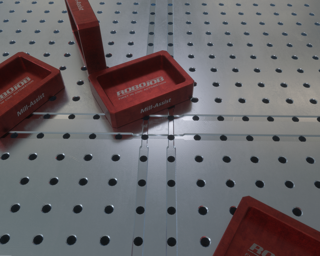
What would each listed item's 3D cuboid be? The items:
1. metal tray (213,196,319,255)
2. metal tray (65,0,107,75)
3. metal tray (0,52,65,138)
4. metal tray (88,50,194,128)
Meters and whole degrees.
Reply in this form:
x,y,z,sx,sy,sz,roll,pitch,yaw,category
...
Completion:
x,y,z,sx,sy,sz,roll,pitch,yaw,category
0.120,0.134,0.292,0.130,0.030,0.090,26,55,20,metal tray
-0.122,-0.160,0.499,0.030,0.090,0.130,-17,52,-14,metal tray
-0.217,-0.052,0.447,0.090,0.030,0.131,27,55,21,metal tray
-0.027,-0.061,0.455,0.131,0.030,0.090,-23,54,-18,metal tray
